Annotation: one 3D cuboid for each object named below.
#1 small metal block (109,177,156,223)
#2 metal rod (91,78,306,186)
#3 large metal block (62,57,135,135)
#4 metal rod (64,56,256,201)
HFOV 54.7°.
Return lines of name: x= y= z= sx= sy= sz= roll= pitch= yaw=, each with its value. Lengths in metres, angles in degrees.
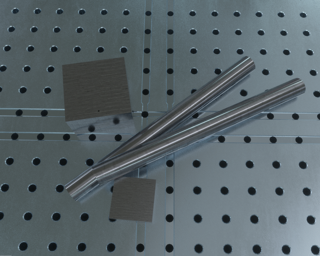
small metal block: x=-0.032 y=0.088 z=0.379 sx=0.050 sy=0.025 sz=0.050 roll=5 pitch=70 yaw=2
metal rod: x=0.060 y=-0.001 z=0.399 sx=0.302 sy=0.025 sz=0.025 roll=-23 pitch=72 yaw=-14
large metal block: x=-0.081 y=-0.042 z=0.413 sx=0.081 sy=0.050 sz=0.080 roll=-8 pitch=70 yaw=-3
metal rod: x=0.009 y=-0.006 z=0.413 sx=0.301 sy=0.025 sz=0.025 roll=-36 pitch=74 yaw=-12
